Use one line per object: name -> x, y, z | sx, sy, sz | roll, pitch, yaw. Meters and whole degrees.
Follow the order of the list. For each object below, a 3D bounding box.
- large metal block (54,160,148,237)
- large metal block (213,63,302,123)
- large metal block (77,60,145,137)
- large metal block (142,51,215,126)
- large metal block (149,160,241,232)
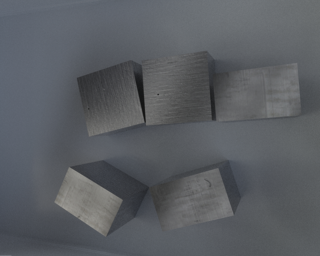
large metal block -> -0.073, 0.087, 0.406 | 0.080, 0.080, 0.050 | 27, 99, 17
large metal block -> 0.108, -0.034, 0.343 | 0.080, 0.080, 0.050 | -4, 89, 19
large metal block -> -0.056, -0.037, 0.416 | 0.080, 0.050, 0.080 | -14, 86, 19
large metal block -> 0.027, -0.046, 0.387 | 0.080, 0.050, 0.080 | -4, 89, 19
large metal block -> 0.045, 0.077, 0.365 | 0.080, 0.080, 0.050 | -19, 84, 18
